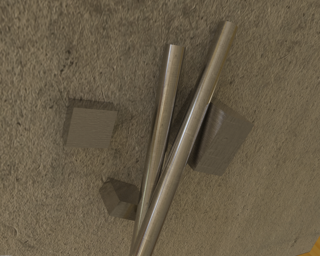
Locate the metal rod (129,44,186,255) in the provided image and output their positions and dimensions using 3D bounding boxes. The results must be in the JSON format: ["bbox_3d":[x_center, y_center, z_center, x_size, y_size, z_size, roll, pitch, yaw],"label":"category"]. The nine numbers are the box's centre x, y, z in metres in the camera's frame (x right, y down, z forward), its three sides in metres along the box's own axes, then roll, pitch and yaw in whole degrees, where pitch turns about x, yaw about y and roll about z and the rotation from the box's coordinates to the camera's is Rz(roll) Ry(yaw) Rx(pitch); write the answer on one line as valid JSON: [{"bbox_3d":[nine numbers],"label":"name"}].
[{"bbox_3d":[-0.007,0.048,0.389,0.025,0.025,0.298,3,103,-30],"label":"metal rod"}]

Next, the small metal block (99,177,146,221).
[{"bbox_3d":[-0.050,0.098,0.426,0.050,0.050,0.025,26,104,-37],"label":"small metal block"}]

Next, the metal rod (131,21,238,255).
[{"bbox_3d":[0.031,0.014,0.376,0.025,0.025,0.299,22,89,-37],"label":"metal rod"}]

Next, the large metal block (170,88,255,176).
[{"bbox_3d":[0.062,0.005,0.410,0.050,0.080,0.080,16,110,-35],"label":"large metal block"}]

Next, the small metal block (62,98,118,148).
[{"bbox_3d":[-0.082,-0.005,0.360,0.050,0.025,0.050,4,117,-31],"label":"small metal block"}]
